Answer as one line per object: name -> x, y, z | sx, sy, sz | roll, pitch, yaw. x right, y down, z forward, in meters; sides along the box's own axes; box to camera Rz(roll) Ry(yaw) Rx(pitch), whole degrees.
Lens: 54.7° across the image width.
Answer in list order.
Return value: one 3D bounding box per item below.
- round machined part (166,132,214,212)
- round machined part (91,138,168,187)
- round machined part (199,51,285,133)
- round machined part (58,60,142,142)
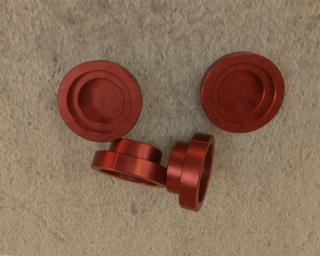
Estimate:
round machined part -> 0.038, 0.053, 0.395 | 0.042, 0.098, 0.097 | 10, 111, 18
round machined part -> -0.035, 0.043, 0.397 | 0.099, 0.098, 0.042 | 17, 74, -7
round machined part -> 0.098, -0.046, 0.385 | 0.099, 0.042, 0.097 | 0, 110, -1
round machined part -> -0.071, -0.035, 0.383 | 0.099, 0.042, 0.097 | 1, 104, 2
